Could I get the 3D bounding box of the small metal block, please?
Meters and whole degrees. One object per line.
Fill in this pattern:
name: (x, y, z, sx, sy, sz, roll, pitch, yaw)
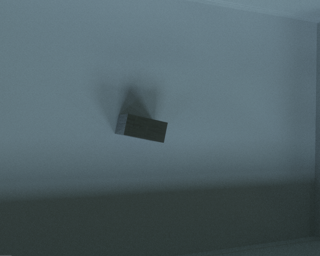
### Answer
small metal block: (-0.025, 0.001, 0.388, 0.050, 0.050, 0.025, 12, 86, -20)
